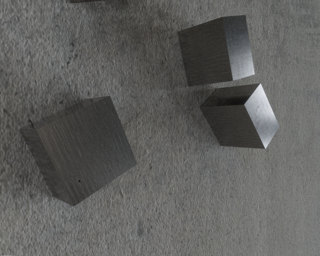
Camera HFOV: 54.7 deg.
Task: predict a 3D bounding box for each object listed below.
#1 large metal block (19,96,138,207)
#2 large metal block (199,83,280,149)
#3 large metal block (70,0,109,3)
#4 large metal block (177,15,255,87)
[{"bbox_3d":[-0.082,0.020,0.320,0.081,0.050,0.080,-32,110,-35],"label":"large metal block"},{"bbox_3d":[0.120,-0.017,0.469,0.050,0.080,0.080,-48,119,-29],"label":"large metal block"},{"bbox_3d":[-0.062,-0.187,0.336,0.081,0.050,0.080,-24,105,-37],"label":"large metal block"},{"bbox_3d":[0.078,-0.105,0.433,0.050,0.080,0.080,-20,103,-38],"label":"large metal block"}]
